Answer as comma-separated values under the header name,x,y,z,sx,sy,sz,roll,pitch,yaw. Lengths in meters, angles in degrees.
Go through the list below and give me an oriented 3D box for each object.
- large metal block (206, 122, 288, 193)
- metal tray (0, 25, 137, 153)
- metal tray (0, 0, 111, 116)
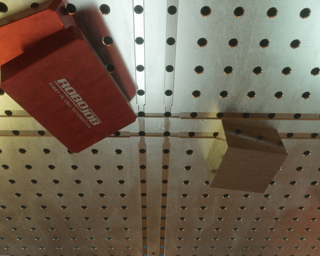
name,x,y,z,sx,sy,sz,roll,pitch,yaw
large metal block,0.117,0.043,0.434,0.081,0.050,0.079,8,130,-7
metal tray,-0.093,-0.035,0.341,0.090,0.030,0.130,-29,138,2
metal tray,-0.122,-0.066,0.351,0.090,0.030,0.130,-16,129,12
